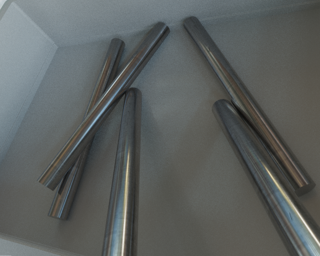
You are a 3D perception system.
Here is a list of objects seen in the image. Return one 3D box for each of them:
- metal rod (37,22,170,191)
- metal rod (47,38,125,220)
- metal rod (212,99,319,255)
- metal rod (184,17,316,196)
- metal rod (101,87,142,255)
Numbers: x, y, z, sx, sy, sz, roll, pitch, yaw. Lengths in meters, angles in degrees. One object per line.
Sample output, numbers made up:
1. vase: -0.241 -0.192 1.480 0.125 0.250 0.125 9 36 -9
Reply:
1. metal rod: -0.071 -0.044 0.450 0.025 0.025 0.300 18 65 35
2. metal rod: -0.103 -0.014 0.468 0.025 0.025 0.300 -1 61 28
3. metal rod: 0.087 0.043 0.249 0.025 0.025 0.300 -29 25 10
4. metal rod: 0.093 -0.050 0.387 0.025 0.025 0.300 -29 52 10
5. metal rod: -0.033 0.026 0.329 0.025 0.025 0.300 -26 28 12
